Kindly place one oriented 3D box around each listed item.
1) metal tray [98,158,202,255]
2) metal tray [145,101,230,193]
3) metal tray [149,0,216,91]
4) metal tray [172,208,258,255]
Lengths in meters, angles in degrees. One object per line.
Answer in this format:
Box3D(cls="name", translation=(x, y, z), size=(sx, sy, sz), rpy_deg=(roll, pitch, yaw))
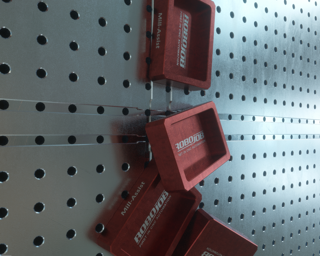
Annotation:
Box3D(cls="metal tray", translation=(-0.007, 0.115, 0.399), size=(0.090, 0.030, 0.130), rpy_deg=(50, 61, -29))
Box3D(cls="metal tray", translation=(0.043, 0.020, 0.413), size=(0.131, 0.030, 0.090), rpy_deg=(-22, 96, -51))
Box3D(cls="metal tray", translation=(0.033, -0.123, 0.432), size=(0.091, 0.030, 0.129), rpy_deg=(7, 86, -40))
Box3D(cls="metal tray", translation=(0.077, 0.182, 0.451), size=(0.130, 0.030, 0.090), rpy_deg=(38, 86, -34))
